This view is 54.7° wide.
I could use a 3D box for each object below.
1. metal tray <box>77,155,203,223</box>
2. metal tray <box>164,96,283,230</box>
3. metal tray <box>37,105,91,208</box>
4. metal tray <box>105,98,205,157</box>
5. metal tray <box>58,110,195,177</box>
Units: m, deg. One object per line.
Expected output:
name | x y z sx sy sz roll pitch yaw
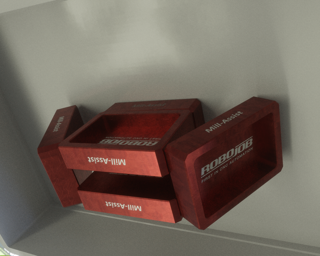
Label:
metal tray | -0.022 0.066 0.378 0.130 0.090 0.030 0 118 28
metal tray | 0.073 0.033 0.322 0.030 0.131 0.089 23 134 52
metal tray | -0.123 0.033 0.426 0.030 0.130 0.089 -15 116 0
metal tray | -0.004 0.010 0.412 0.130 0.030 0.089 -1 118 28
metal tray | -0.036 0.013 0.352 0.130 0.090 0.030 0 118 28
